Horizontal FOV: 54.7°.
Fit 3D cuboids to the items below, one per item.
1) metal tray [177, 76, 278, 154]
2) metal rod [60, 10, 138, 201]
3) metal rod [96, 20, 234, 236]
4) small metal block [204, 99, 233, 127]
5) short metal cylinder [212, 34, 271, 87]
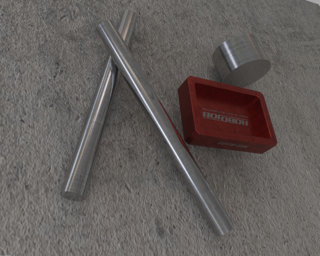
[{"bbox_3d":[0.093,-0.017,0.428,0.131,0.030,0.090,9,58,-24],"label":"metal tray"},{"bbox_3d":[-0.068,-0.052,0.398,0.025,0.025,0.300,21,54,-16],"label":"metal rod"},{"bbox_3d":[0.003,-0.005,0.388,0.025,0.025,0.299,-25,82,-37],"label":"metal rod"},{"bbox_3d":[0.079,-0.010,0.453,0.050,0.025,0.050,19,54,-18],"label":"small metal block"},{"bbox_3d":[0.131,-0.106,0.504,0.081,0.080,0.050,-4,64,-30],"label":"short metal cylinder"}]
